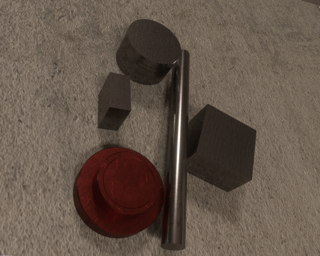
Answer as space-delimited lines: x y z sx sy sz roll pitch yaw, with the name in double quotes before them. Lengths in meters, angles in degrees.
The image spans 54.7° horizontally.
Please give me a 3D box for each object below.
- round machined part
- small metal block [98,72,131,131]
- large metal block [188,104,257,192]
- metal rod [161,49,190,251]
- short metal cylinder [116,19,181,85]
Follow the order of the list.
"round machined part" -0.039 0.064 0.334 0.099 0.042 0.098 14 56 -21
"small metal block" -0.056 -0.031 0.378 0.025 0.050 0.050 9 58 -24
"large metal block" 0.078 0.027 0.415 0.080 0.050 0.080 27 52 -12
"metal rod" 0.024 0.002 0.404 0.025 0.025 0.300 19 50 -17
"short metal cylinder" -0.017 -0.109 0.447 0.081 0.050 0.080 14 56 -21
